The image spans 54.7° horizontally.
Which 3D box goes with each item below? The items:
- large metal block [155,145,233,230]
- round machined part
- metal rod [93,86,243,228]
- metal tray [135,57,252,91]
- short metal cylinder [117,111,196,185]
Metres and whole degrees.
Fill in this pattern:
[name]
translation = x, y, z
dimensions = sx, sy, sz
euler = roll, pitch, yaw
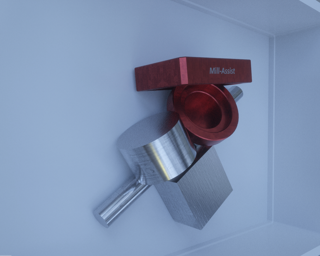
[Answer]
[large metal block]
translation = 0.046, 0.078, 0.428
dimensions = 0.080, 0.050, 0.080
euler = -40, 115, -33
[round machined part]
translation = 0.054, -0.020, 0.423
dimensions = 0.099, 0.042, 0.098
euler = 10, 62, -20
[metal rod]
translation = 0.030, 0.022, 0.432
dimensions = 0.302, 0.025, 0.025
euler = -40, 115, -33
[metal tray]
translation = 0.045, -0.068, 0.400
dimensions = 0.131, 0.090, 0.030
euler = -9, 96, -40
[short metal cylinder]
translation = -0.004, 0.022, 0.368
dimensions = 0.080, 0.080, 0.050
euler = -41, 115, -33
